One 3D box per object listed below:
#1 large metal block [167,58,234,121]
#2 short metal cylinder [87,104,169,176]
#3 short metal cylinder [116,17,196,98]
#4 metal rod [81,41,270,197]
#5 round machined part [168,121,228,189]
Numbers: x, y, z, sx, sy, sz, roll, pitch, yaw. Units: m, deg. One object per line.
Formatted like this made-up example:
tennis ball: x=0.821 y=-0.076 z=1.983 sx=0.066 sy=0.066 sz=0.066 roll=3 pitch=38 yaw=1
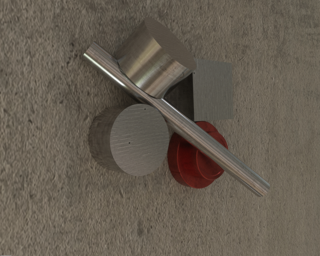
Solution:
large metal block: x=0.057 y=-0.051 z=0.434 sx=0.081 sy=0.050 sz=0.079 roll=-4 pitch=93 yaw=-40
short metal cylinder: x=-0.036 y=0.013 z=0.361 sx=0.081 sy=0.050 sz=0.080 roll=0 pitch=90 yaw=-40
short metal cylinder: x=-0.004 y=-0.081 z=0.362 sx=0.080 sy=0.050 sz=0.080 roll=36 pitch=29 yaw=-23
metal rod: x=0.033 y=0.000 z=0.389 sx=0.301 sy=0.025 sz=0.025 roll=38 pitch=66 yaw=-19
round machined part: x=0.061 y=0.039 z=0.445 sx=0.099 sy=0.042 sz=0.097 roll=0 pitch=90 yaw=-40
